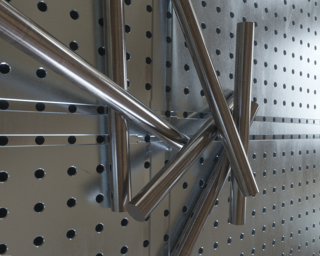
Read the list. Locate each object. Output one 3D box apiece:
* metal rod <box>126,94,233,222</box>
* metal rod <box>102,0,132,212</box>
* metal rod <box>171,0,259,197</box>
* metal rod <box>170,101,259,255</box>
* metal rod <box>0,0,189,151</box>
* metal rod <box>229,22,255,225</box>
[{"bbox_3d":[0.058,0.015,0.427,0.302,0.025,0.025,-41,116,-42],"label":"metal rod"},{"bbox_3d":[-0.051,-0.052,0.365,0.025,0.025,0.298,-4,92,-40],"label":"metal rod"},{"bbox_3d":[0.073,-0.051,0.426,0.025,0.025,0.299,-19,89,-38],"label":"metal rod"},{"bbox_3d":[0.090,0.078,0.482,0.025,0.025,0.300,46,63,-30],"label":"metal rod"},{"bbox_3d":[-0.049,-0.034,0.322,0.301,0.025,0.025,35,68,-49],"label":"metal rod"},{"bbox_3d":[0.122,-0.003,0.464,0.025,0.025,0.298,-4,98,-40],"label":"metal rod"}]
